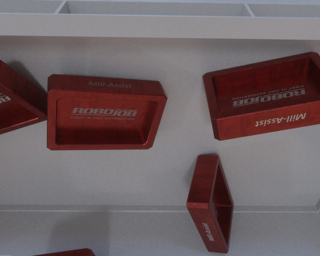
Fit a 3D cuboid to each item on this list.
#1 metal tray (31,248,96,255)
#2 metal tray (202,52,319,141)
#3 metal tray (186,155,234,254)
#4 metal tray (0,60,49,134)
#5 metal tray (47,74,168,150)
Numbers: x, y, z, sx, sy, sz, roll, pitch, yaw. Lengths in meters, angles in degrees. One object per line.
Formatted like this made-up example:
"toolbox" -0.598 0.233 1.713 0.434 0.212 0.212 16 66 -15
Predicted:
"metal tray" -0.121 0.224 0.441 0.090 0.030 0.129 -11 127 8
"metal tray" 0.117 -0.037 0.335 0.131 0.090 0.030 -10 129 8
"metal tray" 0.079 0.114 0.460 0.030 0.090 0.130 -4 132 24
"metal tray" -0.209 -0.025 0.360 0.130 0.030 0.090 -16 152 13
"metal tray" -0.066 -0.015 0.371 0.131 0.030 0.089 1 132 -20
